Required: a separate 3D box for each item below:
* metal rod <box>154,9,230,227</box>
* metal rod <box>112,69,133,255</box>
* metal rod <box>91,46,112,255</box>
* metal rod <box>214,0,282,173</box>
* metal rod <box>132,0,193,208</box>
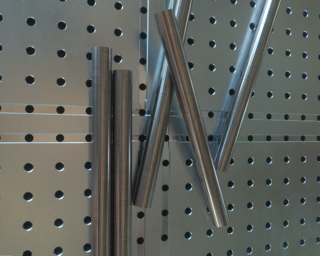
[{"bbox_3d":[0.047,-0.003,0.413,0.025,0.025,0.298,-22,104,-19],"label":"metal rod"},{"bbox_3d":[-0.048,0.077,0.395,0.025,0.025,0.298,0,90,-20],"label":"metal rod"},{"bbox_3d":[-0.073,0.050,0.386,0.025,0.025,0.298,0,90,-20],"label":"metal rod"},{"bbox_3d":[0.133,-0.079,0.463,0.025,0.025,0.299,22,83,-19],"label":"metal rod"},{"bbox_3d":[0.006,-0.044,0.415,0.025,0.025,0.298,13,86,-20],"label":"metal rod"}]
